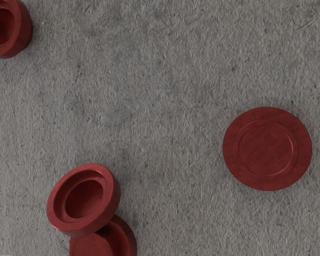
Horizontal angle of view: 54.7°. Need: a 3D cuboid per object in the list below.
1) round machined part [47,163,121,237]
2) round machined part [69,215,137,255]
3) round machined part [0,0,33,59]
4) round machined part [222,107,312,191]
[{"bbox_3d":[-0.097,0.099,0.417,0.098,0.042,0.098,-13,47,14],"label":"round machined part"},{"bbox_3d":[-0.085,0.171,0.430,0.098,0.042,0.097,0,90,20],"label":"round machined part"},{"bbox_3d":[-0.241,-0.156,0.485,0.098,0.042,0.097,0,90,20],"label":"round machined part"},{"bbox_3d":[0.121,0.024,0.357,0.098,0.042,0.097,0,90,20],"label":"round machined part"}]
